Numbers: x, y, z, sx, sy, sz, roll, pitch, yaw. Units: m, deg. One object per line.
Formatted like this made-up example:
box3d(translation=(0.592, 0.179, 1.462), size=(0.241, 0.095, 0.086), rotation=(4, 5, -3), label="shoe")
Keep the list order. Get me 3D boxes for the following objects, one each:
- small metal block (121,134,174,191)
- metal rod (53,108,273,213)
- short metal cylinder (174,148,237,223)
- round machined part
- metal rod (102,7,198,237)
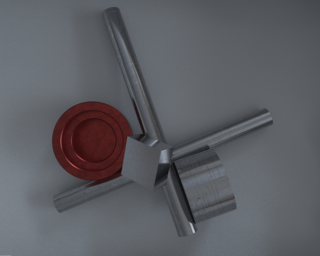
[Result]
box3d(translation=(-0.016, 0.039, 0.369), size=(0.050, 0.025, 0.050), rotation=(21, 109, 32), label="small metal block")
box3d(translation=(0.005, 0.043, 0.410), size=(0.301, 0.025, 0.025), rotation=(-23, 90, -1), label="metal rod")
box3d(translation=(0.054, 0.071, 0.383), size=(0.050, 0.080, 0.080), rotation=(-20, 90, 0), label="short metal cylinder")
box3d(translation=(-0.084, 0.016, 0.401), size=(0.099, 0.042, 0.097), rotation=(0, 90, -1), label="round machined part")
box3d(translation=(-0.015, -0.013, 0.392), size=(0.025, 0.025, 0.299), rotation=(-19, 83, 0), label="metal rod")
